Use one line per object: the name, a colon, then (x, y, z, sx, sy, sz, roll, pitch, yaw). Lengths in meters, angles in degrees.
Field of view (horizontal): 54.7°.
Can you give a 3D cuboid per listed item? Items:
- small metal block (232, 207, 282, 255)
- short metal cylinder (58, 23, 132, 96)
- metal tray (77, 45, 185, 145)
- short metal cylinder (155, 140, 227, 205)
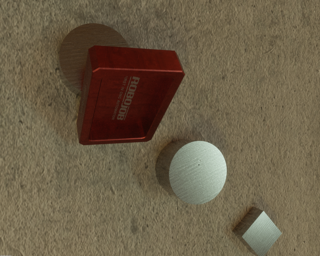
small metal block: (0.145, 0.156, 0.463, 0.050, 0.025, 0.050, -44, 104, -15)
short metal cylinder: (-0.078, -0.076, 0.367, 0.081, 0.050, 0.080, 0, 90, -20)
metal tray: (-0.038, -0.029, 0.340, 0.091, 0.129, 0.030, -2, 57, -23)
short metal cylinder: (0.040, 0.056, 0.411, 0.081, 0.050, 0.080, 0, 90, -20)
